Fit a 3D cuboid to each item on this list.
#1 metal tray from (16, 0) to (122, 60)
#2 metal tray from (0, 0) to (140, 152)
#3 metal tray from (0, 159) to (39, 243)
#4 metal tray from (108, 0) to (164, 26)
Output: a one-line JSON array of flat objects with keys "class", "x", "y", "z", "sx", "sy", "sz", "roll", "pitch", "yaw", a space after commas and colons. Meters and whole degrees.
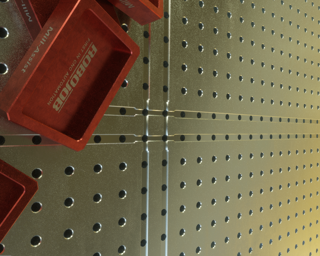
[{"class": "metal tray", "x": -0.102, "y": -0.144, "z": 0.321, "sx": 0.091, "sy": 0.030, "sz": 0.129, "roll": -32, "pitch": 110, "yaw": -36}, {"class": "metal tray", "x": -0.084, "y": -0.051, "z": 0.304, "sx": 0.090, "sy": 0.030, "sz": 0.130, "roll": 38, "pitch": 78, "yaw": -50}, {"class": "metal tray", "x": -0.179, "y": 0.079, "z": 0.256, "sx": 0.090, "sy": 0.030, "sz": 0.130, "roll": 45, "pitch": 63, "yaw": -31}, {"class": "metal tray", "x": -0.045, "y": -0.182, "z": 0.337, "sx": 0.131, "sy": 0.030, "sz": 0.090, "roll": 18, "pitch": 67, "yaw": -54}]
